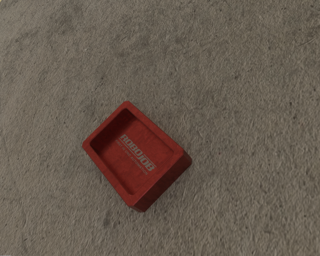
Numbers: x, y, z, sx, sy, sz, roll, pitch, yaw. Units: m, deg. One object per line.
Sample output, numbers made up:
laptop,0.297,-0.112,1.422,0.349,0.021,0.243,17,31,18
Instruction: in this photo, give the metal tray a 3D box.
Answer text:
metal tray,-0.034,0.031,0.399,0.090,0.030,0.130,-45,51,-4
